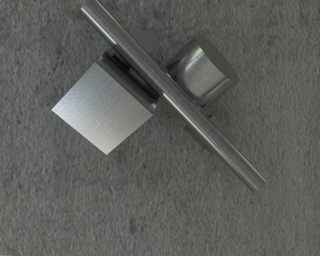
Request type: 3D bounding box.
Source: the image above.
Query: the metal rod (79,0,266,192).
[{"bbox_3d":[0.025,-0.029,0.367,0.300,0.025,0.025,45,76,-15],"label":"metal rod"}]

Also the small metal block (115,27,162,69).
[{"bbox_3d":[-0.033,-0.094,0.386,0.050,0.050,0.025,-40,103,-16],"label":"small metal block"}]

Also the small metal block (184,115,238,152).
[{"bbox_3d":[0.069,0.009,0.420,0.050,0.050,0.025,43,77,-16],"label":"small metal block"}]

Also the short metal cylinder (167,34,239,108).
[{"bbox_3d":[0.055,-0.072,0.396,0.080,0.080,0.050,41,118,-16],"label":"short metal cylinder"}]

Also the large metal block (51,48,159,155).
[{"bbox_3d":[-0.060,-0.029,0.357,0.080,0.050,0.080,43,117,-16],"label":"large metal block"}]
